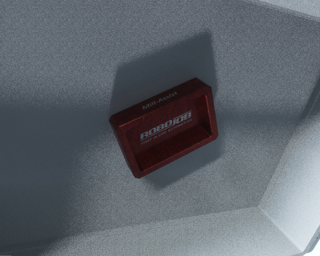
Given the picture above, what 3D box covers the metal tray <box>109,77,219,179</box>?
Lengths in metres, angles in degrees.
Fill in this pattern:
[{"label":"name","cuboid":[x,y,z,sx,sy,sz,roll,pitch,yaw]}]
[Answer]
[{"label":"metal tray","cuboid":[0.010,0.000,0.406,0.131,0.030,0.090,-26,128,-13]}]
